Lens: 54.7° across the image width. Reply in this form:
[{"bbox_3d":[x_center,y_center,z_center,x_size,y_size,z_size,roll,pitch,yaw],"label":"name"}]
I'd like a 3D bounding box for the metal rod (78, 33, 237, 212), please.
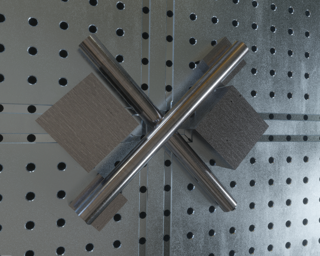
[{"bbox_3d":[0.005,0.003,0.413,0.025,0.025,0.300,-45,104,-14],"label":"metal rod"}]

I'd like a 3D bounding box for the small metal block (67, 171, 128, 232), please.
[{"bbox_3d":[-0.077,0.090,0.384,0.050,0.025,0.050,46,76,-14],"label":"small metal block"}]

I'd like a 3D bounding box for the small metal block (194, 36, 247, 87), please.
[{"bbox_3d":[0.087,-0.093,0.445,0.050,0.025,0.050,-46,104,-14],"label":"small metal block"}]

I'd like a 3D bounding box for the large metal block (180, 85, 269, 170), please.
[{"bbox_3d":[0.089,-0.001,0.432,0.080,0.050,0.080,45,76,-15],"label":"large metal block"}]

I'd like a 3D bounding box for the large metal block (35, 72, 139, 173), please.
[{"bbox_3d":[-0.086,-0.006,0.368,0.080,0.050,0.080,-45,104,-14],"label":"large metal block"}]

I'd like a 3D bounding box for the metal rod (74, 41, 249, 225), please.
[{"bbox_3d":[0.012,-0.004,0.390,0.301,0.025,0.025,-47,105,-14],"label":"metal rod"}]
